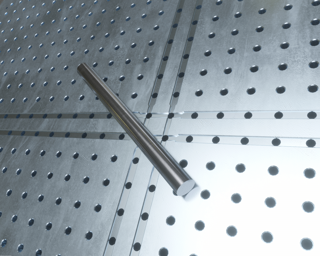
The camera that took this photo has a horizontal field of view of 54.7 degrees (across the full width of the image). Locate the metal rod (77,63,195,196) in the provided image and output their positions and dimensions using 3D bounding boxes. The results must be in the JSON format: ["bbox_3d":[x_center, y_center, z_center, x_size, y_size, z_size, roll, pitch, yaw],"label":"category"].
[{"bbox_3d":[-0.051,-0.017,0.443,0.025,0.025,0.300,-43,51,-1],"label":"metal rod"}]
